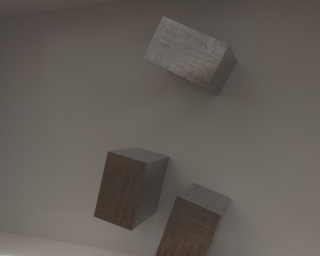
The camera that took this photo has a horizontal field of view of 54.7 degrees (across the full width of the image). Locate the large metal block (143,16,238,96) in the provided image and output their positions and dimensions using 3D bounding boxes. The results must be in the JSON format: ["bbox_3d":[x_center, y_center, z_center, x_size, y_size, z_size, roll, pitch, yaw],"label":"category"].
[{"bbox_3d":[0.039,-0.081,0.367,0.080,0.080,0.050,29,100,17],"label":"large metal block"}]

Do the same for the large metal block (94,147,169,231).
[{"bbox_3d":[-0.033,0.071,0.392,0.050,0.080,0.079,14,95,19],"label":"large metal block"}]

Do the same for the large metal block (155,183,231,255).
[{"bbox_3d":[0.041,0.118,0.366,0.050,0.080,0.080,21,97,18],"label":"large metal block"}]
